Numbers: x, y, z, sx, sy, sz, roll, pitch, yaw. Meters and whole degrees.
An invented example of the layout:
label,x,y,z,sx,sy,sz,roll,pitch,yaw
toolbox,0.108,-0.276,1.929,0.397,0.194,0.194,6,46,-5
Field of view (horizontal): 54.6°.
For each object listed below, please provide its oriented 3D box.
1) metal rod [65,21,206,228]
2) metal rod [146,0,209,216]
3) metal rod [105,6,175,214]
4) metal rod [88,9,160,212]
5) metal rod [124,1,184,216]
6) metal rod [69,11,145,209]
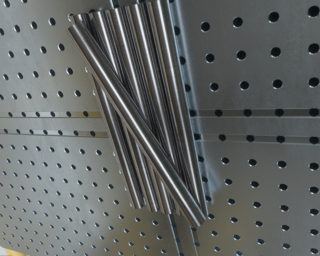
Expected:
label,x,y,z,sx,sy,sz,roll,pitch,yaw
metal rod,-0.023,0.006,0.395,0.025,0.025,0.299,-21,107,36
metal rod,0.028,-0.006,0.394,0.025,0.025,0.298,1,119,28
metal rod,-0.018,-0.006,0.417,0.025,0.025,0.298,1,119,28
metal rod,-0.040,-0.006,0.428,0.025,0.025,0.298,1,119,28
metal rod,0.005,-0.006,0.406,0.025,0.025,0.298,1,119,28
metal rod,-0.066,-0.008,0.441,0.025,0.025,0.298,1,119,28
